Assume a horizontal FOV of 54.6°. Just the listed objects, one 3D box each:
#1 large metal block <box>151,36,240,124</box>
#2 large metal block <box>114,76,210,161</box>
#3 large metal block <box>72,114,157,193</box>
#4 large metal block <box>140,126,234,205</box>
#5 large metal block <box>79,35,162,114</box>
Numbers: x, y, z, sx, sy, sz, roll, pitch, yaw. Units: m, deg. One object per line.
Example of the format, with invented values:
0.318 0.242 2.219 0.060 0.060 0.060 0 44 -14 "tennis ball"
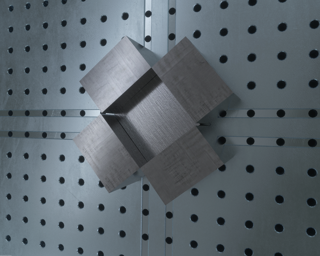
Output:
0.046 -0.052 0.368 0.050 0.080 0.080 -40 78 15 "large metal block"
0.003 -0.011 0.397 0.080 0.050 0.080 -40 76 17 "large metal block"
-0.051 0.029 0.402 0.050 0.080 0.080 -40 78 16 "large metal block"
0.036 0.041 0.372 0.080 0.080 0.050 -39 78 16 "large metal block"
-0.040 -0.062 0.398 0.080 0.080 0.050 -40 77 16 "large metal block"
